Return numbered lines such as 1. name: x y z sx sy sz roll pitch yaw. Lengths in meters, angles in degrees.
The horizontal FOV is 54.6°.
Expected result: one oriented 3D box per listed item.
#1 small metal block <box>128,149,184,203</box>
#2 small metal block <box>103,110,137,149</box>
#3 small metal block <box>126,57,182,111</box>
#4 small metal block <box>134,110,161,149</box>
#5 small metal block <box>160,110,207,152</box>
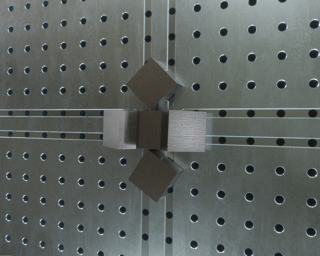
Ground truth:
1. small metal block: -0.006 0.062 0.414 0.050 0.025 0.050 36 102 18
2. small metal block: -0.055 0.001 0.419 0.050 0.025 0.050 4 93 56
3. small metal block: -0.008 -0.058 0.416 0.050 0.025 0.050 -45 75 14
4. small metal block: -0.007 0.002 0.415 0.050 0.025 0.050 2 90 20
5. small metal block: 0.029 0.004 0.388 0.050 0.025 0.050 2 91 -21
